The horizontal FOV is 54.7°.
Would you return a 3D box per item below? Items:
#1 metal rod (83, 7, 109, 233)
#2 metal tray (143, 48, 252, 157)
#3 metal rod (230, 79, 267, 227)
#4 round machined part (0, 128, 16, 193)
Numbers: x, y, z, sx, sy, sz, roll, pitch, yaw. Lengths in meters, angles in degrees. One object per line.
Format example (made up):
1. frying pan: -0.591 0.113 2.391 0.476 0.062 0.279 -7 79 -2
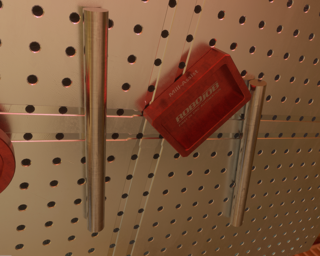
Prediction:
1. metal rod: -0.078 0.013 0.377 0.025 0.025 0.298 -8 122 -25
2. metal tray: 0.053 -0.031 0.419 0.130 0.030 0.090 -42 130 1
3. metal rod: 0.146 0.060 0.530 0.025 0.025 0.298 -15 125 -20
4. round machined part: -0.200 0.030 0.310 0.099 0.042 0.097 -14 125 -21
